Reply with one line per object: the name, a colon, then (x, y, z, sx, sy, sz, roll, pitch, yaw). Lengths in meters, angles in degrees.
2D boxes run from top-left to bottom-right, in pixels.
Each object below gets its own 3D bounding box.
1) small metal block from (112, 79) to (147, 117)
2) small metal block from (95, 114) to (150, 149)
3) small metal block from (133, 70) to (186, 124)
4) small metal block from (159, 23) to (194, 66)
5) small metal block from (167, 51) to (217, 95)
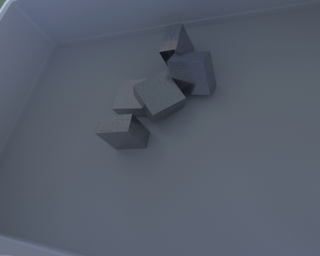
small metal block: (-0.035, -0.043, 0.451, 0.050, 0.025, 0.050, 1, 62, 28)
small metal block: (-0.049, 0.006, 0.412, 0.050, 0.050, 0.025, -4, 60, 26)
small metal block: (-0.001, -0.042, 0.413, 0.050, 0.025, 0.050, -28, 70, -14)
small metal block: (0.025, -0.112, 0.444, 0.025, 0.050, 0.050, -3, 58, 27)
small metal block: (0.042, -0.072, 0.408, 0.050, 0.050, 0.025, 5, 42, 30)
